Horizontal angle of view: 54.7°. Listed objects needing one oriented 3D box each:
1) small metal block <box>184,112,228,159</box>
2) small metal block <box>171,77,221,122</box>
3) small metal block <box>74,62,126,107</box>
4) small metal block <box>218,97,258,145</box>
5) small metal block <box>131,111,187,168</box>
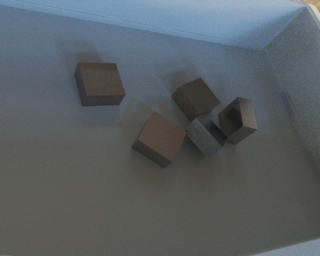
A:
[{"bbox_3d":[0.063,0.009,0.423,0.050,0.025,0.050,48,23,5],"label":"small metal block"},{"bbox_3d":[0.054,-0.042,0.462,0.050,0.025,0.050,-28,77,-38],"label":"small metal block"},{"bbox_3d":[-0.078,-0.056,0.399,0.050,0.025,0.050,-5,65,-31],"label":"small metal block"},{"bbox_3d":[0.114,-0.010,0.460,0.025,0.050,0.050,13,57,-22],"label":"small metal block"},{"bbox_3d":[-0.001,0.015,0.396,0.050,0.025,0.050,33,55,-7],"label":"small metal block"}]
